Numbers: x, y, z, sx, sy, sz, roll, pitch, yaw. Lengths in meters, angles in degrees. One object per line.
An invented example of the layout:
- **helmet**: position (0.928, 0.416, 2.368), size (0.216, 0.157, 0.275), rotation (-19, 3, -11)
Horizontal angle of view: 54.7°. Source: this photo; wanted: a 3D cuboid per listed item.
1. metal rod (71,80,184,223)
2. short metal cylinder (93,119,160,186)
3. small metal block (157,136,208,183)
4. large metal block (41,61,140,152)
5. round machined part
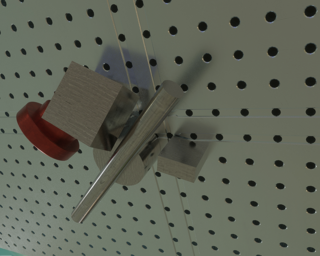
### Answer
- **metal rod**: position (-0.059, 0.051, 0.407), size (0.025, 0.025, 0.298), rotation (39, 129, 1)
- **short metal cylinder**: position (-0.046, 0.034, 0.439), size (0.080, 0.050, 0.079), rotation (13, 124, 21)
- **small metal block**: position (0.030, 0.039, 0.402), size (0.050, 0.050, 0.025), rotation (16, 125, 19)
- **large metal block**: position (-0.086, -0.026, 0.390), size (0.080, 0.050, 0.080), rotation (28, 89, 22)
- **round machined part**: position (-0.153, -0.003, 0.451), size (0.042, 0.098, 0.098), rotation (-41, 96, 6)
